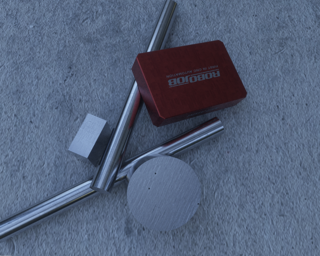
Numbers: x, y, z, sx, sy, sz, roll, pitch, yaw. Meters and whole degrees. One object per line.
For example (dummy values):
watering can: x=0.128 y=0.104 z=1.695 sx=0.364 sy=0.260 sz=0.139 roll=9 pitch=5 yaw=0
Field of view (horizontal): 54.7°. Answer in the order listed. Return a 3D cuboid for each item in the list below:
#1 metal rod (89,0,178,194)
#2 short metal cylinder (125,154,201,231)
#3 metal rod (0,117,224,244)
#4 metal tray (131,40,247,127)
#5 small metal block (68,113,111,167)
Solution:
metal rod: x=-0.026 y=-0.058 z=0.414 sx=0.025 sy=0.025 sz=0.300 roll=16 pitch=65 yaw=5
short metal cylinder: x=0.001 y=0.071 z=0.356 sx=0.081 sy=0.050 sz=0.079 roll=0 pitch=88 yaw=-10
metal rod: x=-0.056 y=0.060 z=0.385 sx=0.302 sy=0.025 sz=0.025 roll=-25 pitch=72 yaw=-9
metal tray: x=0.039 y=-0.061 z=0.406 sx=0.131 sy=0.030 sz=0.090 roll=-16 pitch=76 yaw=-23
small metal block: x=-0.085 y=0.017 z=0.388 sx=0.025 sy=0.050 sz=0.050 roll=22 pitch=72 yaw=7
